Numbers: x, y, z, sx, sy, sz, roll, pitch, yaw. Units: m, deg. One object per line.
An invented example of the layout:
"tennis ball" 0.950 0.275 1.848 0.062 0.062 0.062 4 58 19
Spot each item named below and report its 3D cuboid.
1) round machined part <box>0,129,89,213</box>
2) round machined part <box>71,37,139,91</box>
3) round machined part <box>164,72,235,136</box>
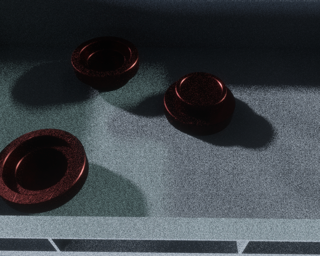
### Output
"round machined part" -0.130 0.051 0.350 0.099 0.042 0.098 0 50 0
"round machined part" -0.081 -0.094 0.472 0.099 0.042 0.098 0 50 0
"round machined part" 0.055 -0.040 0.428 0.099 0.042 0.098 0 50 0
